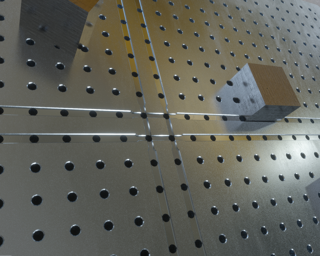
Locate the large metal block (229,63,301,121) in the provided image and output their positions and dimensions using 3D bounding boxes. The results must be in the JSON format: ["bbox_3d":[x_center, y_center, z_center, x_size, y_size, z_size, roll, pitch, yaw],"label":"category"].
[{"bbox_3d":[0.175,-0.059,0.521,0.081,0.050,0.080,0,62,-28],"label":"large metal block"}]

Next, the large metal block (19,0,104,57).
[{"bbox_3d":[-0.126,-0.153,0.398,0.080,0.080,0.050,30,52,-10],"label":"large metal block"}]
